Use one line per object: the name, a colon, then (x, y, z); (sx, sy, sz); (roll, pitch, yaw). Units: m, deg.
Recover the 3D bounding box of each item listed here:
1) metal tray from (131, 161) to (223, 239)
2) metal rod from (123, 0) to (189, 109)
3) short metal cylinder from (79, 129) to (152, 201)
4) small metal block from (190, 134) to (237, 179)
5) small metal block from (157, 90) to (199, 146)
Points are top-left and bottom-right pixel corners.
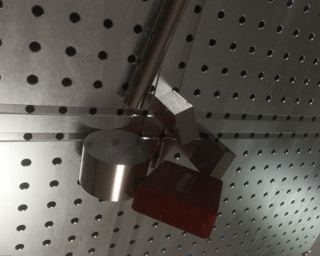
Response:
metal tray: (0.029, 0.082, 0.391); (0.130, 0.090, 0.030); (-25, 133, -74)
metal rod: (0.027, -0.157, 0.329); (0.025, 0.025, 0.298); (13, 112, -34)
short metal cylinder: (-0.054, 0.042, 0.374); (0.081, 0.080, 0.050); (-2, 119, -28)
small metal block: (0.079, 0.046, 0.469); (0.025, 0.050, 0.050); (20, 108, -36)
small metal block: (0.023, -0.014, 0.401); (0.025, 0.050, 0.050); (-26, 128, -13)
